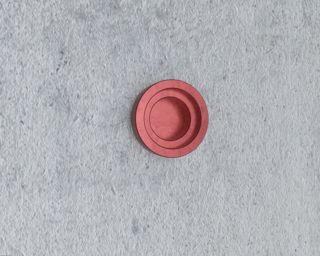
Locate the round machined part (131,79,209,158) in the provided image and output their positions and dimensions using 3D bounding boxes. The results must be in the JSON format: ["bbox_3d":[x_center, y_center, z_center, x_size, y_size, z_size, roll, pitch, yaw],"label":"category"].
[{"bbox_3d":[0.010,-0.012,0.403,0.099,0.042,0.097,0,90,-20],"label":"round machined part"}]
